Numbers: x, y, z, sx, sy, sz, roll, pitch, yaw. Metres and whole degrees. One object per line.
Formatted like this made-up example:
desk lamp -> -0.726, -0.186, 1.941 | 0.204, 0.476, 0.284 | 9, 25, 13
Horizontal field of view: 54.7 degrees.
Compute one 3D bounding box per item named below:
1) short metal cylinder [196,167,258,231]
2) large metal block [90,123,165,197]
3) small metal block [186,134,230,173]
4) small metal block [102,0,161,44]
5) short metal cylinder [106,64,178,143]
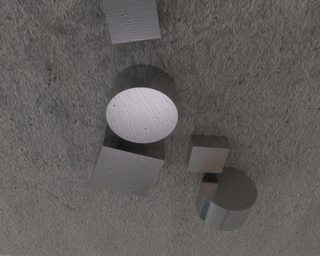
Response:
short metal cylinder -> 0.097, 0.104, 0.461 | 0.081, 0.080, 0.050 | 5, 130, -4
large metal block -> -0.045, 0.044, 0.428 | 0.081, 0.050, 0.079 | 15, 129, -13
small metal block -> 0.066, 0.037, 0.440 | 0.050, 0.025, 0.050 | 4, 130, -4
small metal block -> -0.027, -0.115, 0.309 | 0.050, 0.025, 0.050 | -6, 130, 4
short metal cylinder -> -0.020, -0.028, 0.367 | 0.081, 0.050, 0.079 | 0, 130, 0
